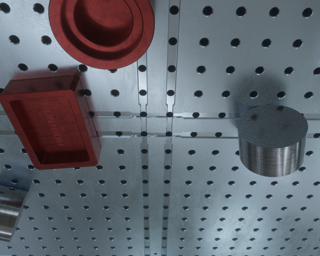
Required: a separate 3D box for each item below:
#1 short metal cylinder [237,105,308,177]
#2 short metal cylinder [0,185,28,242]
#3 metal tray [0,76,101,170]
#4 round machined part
[{"bbox_3d":[0.140,0.015,0.389,0.080,0.080,0.050,-9,130,7],"label":"short metal cylinder"},{"bbox_3d":[-0.247,0.133,0.486,0.050,0.080,0.079,19,128,-15],"label":"short metal cylinder"},{"bbox_3d":[-0.137,-0.002,0.405,0.091,0.030,0.129,-4,130,3],"label":"metal tray"},{"bbox_3d":[-0.054,-0.111,0.305,0.099,0.042,0.097,0,130,0],"label":"round machined part"}]
